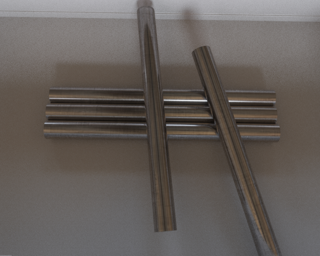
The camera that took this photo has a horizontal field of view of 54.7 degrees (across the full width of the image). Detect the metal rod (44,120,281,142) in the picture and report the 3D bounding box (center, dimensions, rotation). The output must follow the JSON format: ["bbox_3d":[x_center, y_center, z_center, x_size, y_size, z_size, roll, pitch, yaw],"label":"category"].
[{"bbox_3d":[0.003,0.004,0.407,0.302,0.025,0.025,1,70,0],"label":"metal rod"}]

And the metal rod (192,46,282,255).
[{"bbox_3d":[0.094,0.039,0.374,0.025,0.025,0.299,-15,78,-6],"label":"metal rod"}]

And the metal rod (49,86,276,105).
[{"bbox_3d":[0.004,-0.042,0.424,0.302,0.025,0.025,1,70,0],"label":"metal rod"}]

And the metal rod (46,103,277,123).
[{"bbox_3d":[0.002,-0.019,0.415,0.302,0.025,0.025,1,70,0],"label":"metal rod"}]

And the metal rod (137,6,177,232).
[{"bbox_3d":[-0.007,-0.026,0.391,0.025,0.025,0.299,-5,70,-2],"label":"metal rod"}]
